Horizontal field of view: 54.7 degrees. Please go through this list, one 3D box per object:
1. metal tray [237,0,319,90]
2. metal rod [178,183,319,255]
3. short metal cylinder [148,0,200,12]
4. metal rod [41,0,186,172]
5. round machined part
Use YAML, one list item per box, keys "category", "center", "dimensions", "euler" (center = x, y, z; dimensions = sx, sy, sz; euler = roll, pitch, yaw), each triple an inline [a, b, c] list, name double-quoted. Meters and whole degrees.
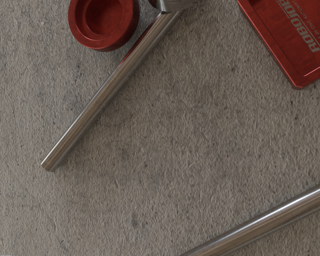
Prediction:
- category: "metal tray"
  center: [0.160, -0.120, 0.349]
  dimensions: [0.090, 0.030, 0.130]
  euler: [-33, 80, 17]
- category: "metal rod"
  center: [0.094, 0.133, 0.375]
  dimensions: [0.300, 0.025, 0.025]
  euler: [-34, 79, 16]
- category: "short metal cylinder"
  center: [0.016, -0.190, 0.375]
  dimensions: [0.080, 0.050, 0.080]
  euler: [-5, 65, 11]
- category: "metal rod"
  center: [-0.072, -0.051, 0.434]
  dimensions: [0.025, 0.025, 0.299]
  euler: [45, 104, 14]
- category: "round machined part"
  center: [-0.073, -0.153, 0.426]
  dimensions: [0.098, 0.042, 0.097]
  euler: [0, 90, 20]
